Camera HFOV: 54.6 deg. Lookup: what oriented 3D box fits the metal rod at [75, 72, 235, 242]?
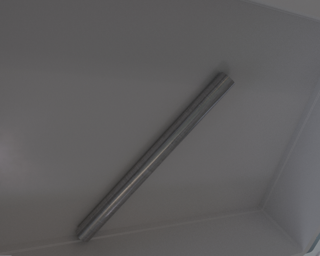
[{"bbox_3d":[-0.009,0.043,0.429,0.300,0.025,0.025,-47,129,5],"label":"metal rod"}]
